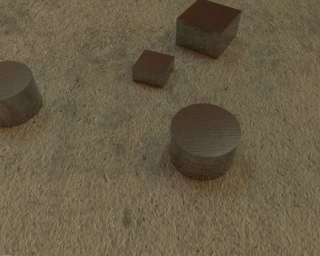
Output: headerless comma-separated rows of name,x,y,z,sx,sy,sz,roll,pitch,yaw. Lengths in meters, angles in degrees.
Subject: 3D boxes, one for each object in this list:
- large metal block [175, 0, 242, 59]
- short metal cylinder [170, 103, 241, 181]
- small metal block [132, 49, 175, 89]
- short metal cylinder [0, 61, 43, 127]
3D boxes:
large metal block,0.083,-0.172,0.533,0.080,0.050,0.080,26,55,20
short metal cylinder,0.052,0.016,0.374,0.081,0.050,0.080,0,50,0
small metal block,-0.009,-0.092,0.481,0.050,0.025,0.050,16,52,13
short metal cylinder,-0.210,-0.047,0.425,0.081,0.050,0.080,0,50,0
